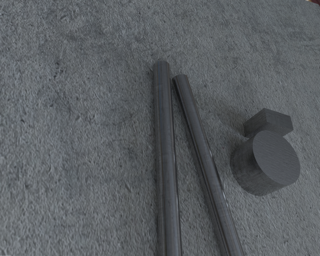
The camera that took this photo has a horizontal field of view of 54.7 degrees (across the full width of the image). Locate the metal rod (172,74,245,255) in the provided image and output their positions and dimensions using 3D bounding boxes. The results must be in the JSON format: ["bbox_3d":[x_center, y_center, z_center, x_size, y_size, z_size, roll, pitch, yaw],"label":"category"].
[{"bbox_3d":[0.063,0.059,0.401,0.025,0.025,0.299,0,62,-28],"label":"metal rod"}]

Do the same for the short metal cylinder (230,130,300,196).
[{"bbox_3d":[0.147,0.050,0.437,0.081,0.050,0.080,14,56,-21],"label":"short metal cylinder"}]

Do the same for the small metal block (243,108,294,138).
[{"bbox_3d":[0.166,-0.002,0.478,0.050,0.050,0.025,15,56,-20],"label":"small metal block"}]

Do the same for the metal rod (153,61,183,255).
[{"bbox_3d":[0.008,0.037,0.384,0.025,0.025,0.299,11,57,-22],"label":"metal rod"}]
